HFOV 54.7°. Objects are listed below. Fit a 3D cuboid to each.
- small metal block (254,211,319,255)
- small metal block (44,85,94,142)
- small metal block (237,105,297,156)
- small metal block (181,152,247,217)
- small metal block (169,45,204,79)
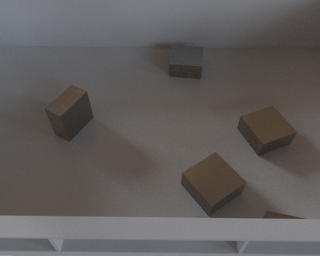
[{"bbox_3d":[0.122,0.107,0.299,0.050,0.050,0.025,9,51,8],"label":"small metal block"},{"bbox_3d":[-0.116,-0.019,0.404,0.025,0.050,0.050,24,54,18],"label":"small metal block"},{"bbox_3d":[0.138,0.003,0.404,0.050,0.025,0.050,-18,52,-15],"label":"small metal block"},{"bbox_3d":[0.060,0.063,0.353,0.050,0.025,0.050,-28,56,-22],"label":"small metal block"},{"bbox_3d":[0.042,-0.106,0.494,0.050,0.025,0.050,6,50,4],"label":"small metal block"}]
